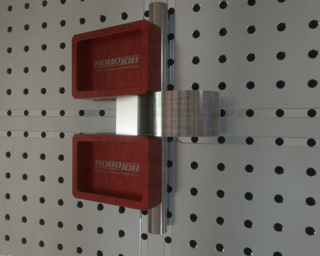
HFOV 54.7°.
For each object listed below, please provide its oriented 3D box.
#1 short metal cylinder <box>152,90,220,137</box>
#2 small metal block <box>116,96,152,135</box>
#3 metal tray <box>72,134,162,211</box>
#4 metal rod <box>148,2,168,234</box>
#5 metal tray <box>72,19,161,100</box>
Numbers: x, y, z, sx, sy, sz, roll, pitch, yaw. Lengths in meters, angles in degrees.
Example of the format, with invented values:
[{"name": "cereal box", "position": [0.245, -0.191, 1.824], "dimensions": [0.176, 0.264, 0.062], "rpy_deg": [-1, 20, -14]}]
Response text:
[{"name": "short metal cylinder", "position": [0.031, -0.016, 0.369], "dimensions": [0.080, 0.080, 0.050], "rpy_deg": [0, 90, 20]}, {"name": "small metal block", "position": [-0.034, -0.016, 0.409], "dimensions": [0.050, 0.025, 0.050], "rpy_deg": [1, 91, 51]}, {"name": "metal tray", "position": [-0.060, 0.054, 0.412], "dimensions": [0.130, 0.030, 0.089], "rpy_deg": [1, 90, 32]}, {"name": "metal rod", "position": [-0.003, -0.013, 0.409], "dimensions": [0.025, 0.025, 0.298], "rpy_deg": [0, 90, 20]}, {"name": "metal tray", "position": [-0.061, -0.085, 0.413], "dimensions": [0.130, 0.030, 0.089], "rpy_deg": [0, 90, 32]}]
